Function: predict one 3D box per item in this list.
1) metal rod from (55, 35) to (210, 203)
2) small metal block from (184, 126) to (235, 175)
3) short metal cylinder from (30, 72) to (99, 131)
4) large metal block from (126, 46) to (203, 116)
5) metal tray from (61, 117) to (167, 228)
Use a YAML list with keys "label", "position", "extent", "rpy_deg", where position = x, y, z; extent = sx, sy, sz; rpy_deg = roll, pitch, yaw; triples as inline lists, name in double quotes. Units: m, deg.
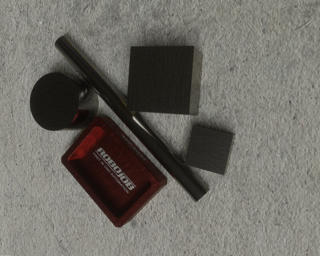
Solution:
- label: "metal rod"
  position: [-0.046, -0.021, 0.425]
  extent: [0.025, 0.025, 0.300]
  rpy_deg: [-46, 76, 14]
- label: "small metal block"
  position: [0.063, 0.027, 0.388]
  extent: [0.050, 0.025, 0.050]
  rpy_deg: [14, 95, 19]
- label: "short metal cylinder"
  position: [-0.136, -0.036, 0.443]
  extent: [0.080, 0.050, 0.079]
  rpy_deg: [0, 90, 19]
- label: "large metal block"
  position: [0.007, -0.058, 0.394]
  extent: [0.080, 0.050, 0.079]
  rpy_deg: [5, 92, 19]
- label: "metal tray"
  position: [-0.065, 0.058, 0.429]
  extent: [0.130, 0.030, 0.090]
  rpy_deg: [46, 104, 14]
